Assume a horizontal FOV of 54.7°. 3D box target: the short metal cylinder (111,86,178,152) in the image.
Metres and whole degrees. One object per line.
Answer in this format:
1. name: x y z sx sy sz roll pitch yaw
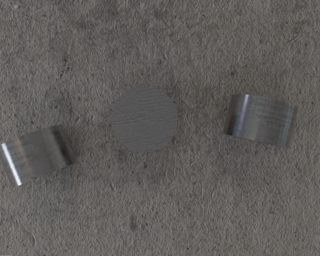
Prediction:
1. short metal cylinder: -0.019 -0.011 0.397 0.081 0.050 0.080 0 90 0

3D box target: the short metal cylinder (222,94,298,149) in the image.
1. short metal cylinder: 0.123 -0.008 0.383 0.080 0.080 0.050 13 90 0

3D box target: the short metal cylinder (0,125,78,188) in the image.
1. short metal cylinder: -0.150 0.034 0.381 0.080 0.080 0.050 -22 90 0
